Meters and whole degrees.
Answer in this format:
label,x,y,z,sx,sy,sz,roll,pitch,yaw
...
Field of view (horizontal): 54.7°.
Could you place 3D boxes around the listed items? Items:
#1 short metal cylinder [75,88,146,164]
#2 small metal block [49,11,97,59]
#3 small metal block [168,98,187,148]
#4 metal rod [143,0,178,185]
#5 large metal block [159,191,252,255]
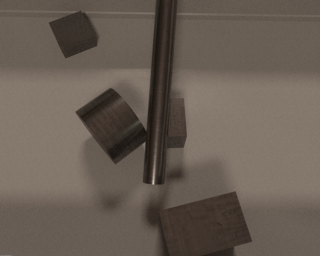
label,x,y,z,sx,sy,sz,roll,pitch,yaw
short metal cylinder,-0.059,-0.002,0.381,0.050,0.080,0.080,-37,75,-13
small metal block,-0.129,-0.139,0.459,0.050,0.025,0.050,-25,72,-9
small metal block,0.018,-0.005,0.398,0.025,0.050,0.050,-2,70,-1
metal rod,0.003,-0.086,0.360,0.025,0.025,0.298,4,89,1
large metal block,0.044,0.110,0.341,0.081,0.080,0.050,-13,71,-5
